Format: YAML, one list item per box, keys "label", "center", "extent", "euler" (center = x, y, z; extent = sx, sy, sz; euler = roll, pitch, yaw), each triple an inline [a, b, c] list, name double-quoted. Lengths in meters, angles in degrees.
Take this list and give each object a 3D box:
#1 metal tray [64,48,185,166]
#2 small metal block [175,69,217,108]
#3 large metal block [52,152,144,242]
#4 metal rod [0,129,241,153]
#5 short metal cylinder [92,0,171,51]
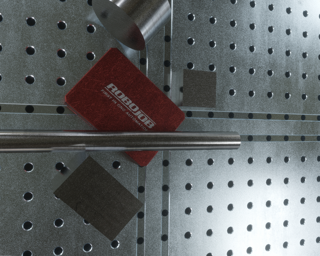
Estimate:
- label: "metal tray"
  center: [-0.043, -0.025, 0.395]
  extent: [0.130, 0.030, 0.090]
  euler: [43, 76, -15]
- label: "small metal block"
  center: [0.050, -0.053, 0.432]
  extent: [0.050, 0.025, 0.050]
  euler: [2, 90, -21]
- label: "large metal block"
  center: [-0.075, 0.073, 0.356]
  extent: [0.080, 0.080, 0.050]
  euler: [46, 76, -15]
- label: "metal rod"
  center: [-0.039, 0.015, 0.366]
  extent: [0.303, 0.025, 0.025]
  euler: [1, 90, -21]
- label: "short metal cylinder"
  center: [-0.034, -0.140, 0.372]
  extent: [0.080, 0.080, 0.050]
  euler: [42, 77, -16]
